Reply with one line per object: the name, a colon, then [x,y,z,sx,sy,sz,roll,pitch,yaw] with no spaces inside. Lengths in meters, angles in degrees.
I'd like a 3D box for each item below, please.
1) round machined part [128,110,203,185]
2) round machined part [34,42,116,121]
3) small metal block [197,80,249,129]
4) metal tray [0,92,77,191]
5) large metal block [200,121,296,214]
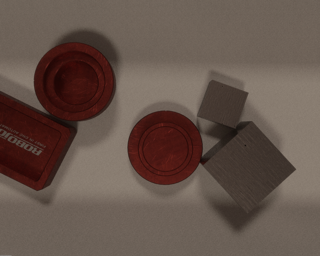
round machined part: [0.007,0.026,0.403,0.099,0.042,0.097,0,90,-1]
round machined part: [-0.106,-0.057,0.402,0.099,0.042,0.097,0,90,-1]
small metal block: [0.083,-0.031,0.413,0.050,0.025,0.050,20,90,-1]
metal tray: [-0.189,0.013,0.406,0.131,0.030,0.090,27,90,-1]
large metal block: [0.109,0.048,0.400,0.080,0.050,0.080,-42,91,0]
